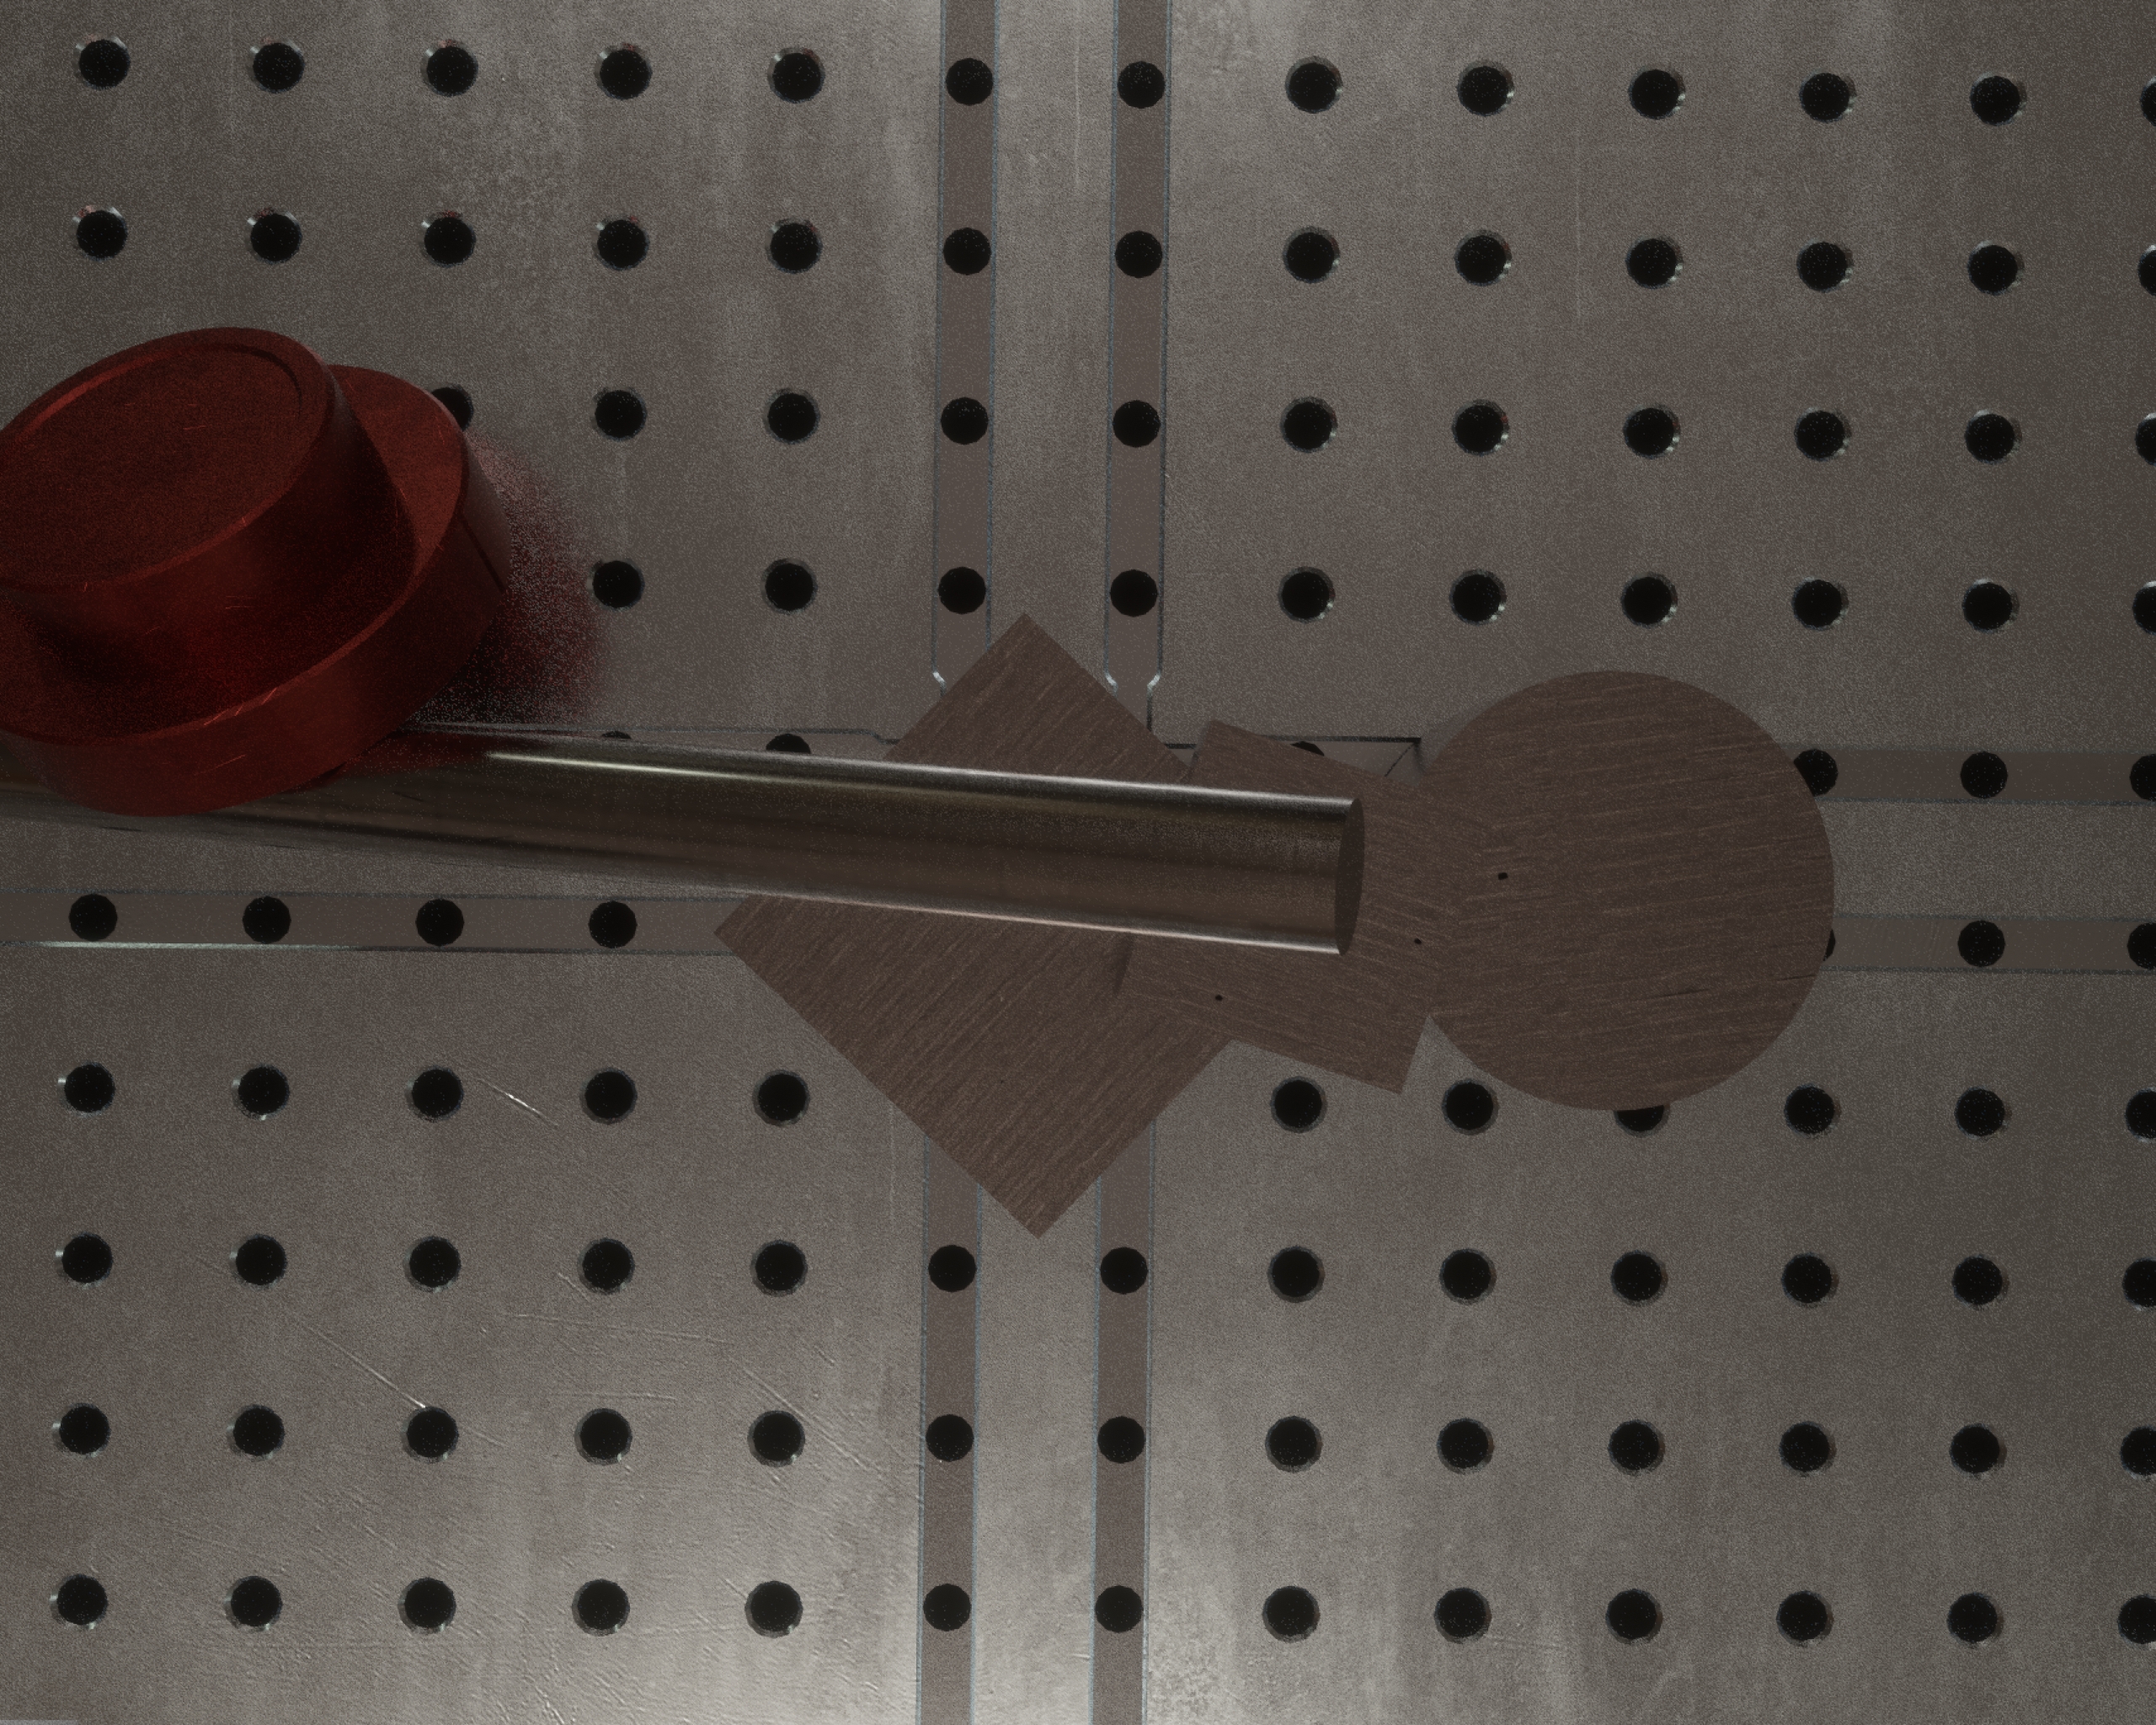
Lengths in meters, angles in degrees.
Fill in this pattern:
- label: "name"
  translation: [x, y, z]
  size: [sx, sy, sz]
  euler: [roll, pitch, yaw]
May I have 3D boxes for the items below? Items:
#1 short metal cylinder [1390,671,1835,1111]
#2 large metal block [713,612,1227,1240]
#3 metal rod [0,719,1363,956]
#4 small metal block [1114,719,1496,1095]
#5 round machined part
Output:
- label: "short metal cylinder"
  translation: [0.097, 0.005, 0.402]
  size: [0.081, 0.050, 0.079]
  euler: [0, 90, -1]
- label: "large metal block"
  translation: [-0.008, 0.011, 0.399]
  size: [0.080, 0.050, 0.080]
  euler: [44, 90, -1]
- label: "metal rod"
  translation: [-0.101, -0.011, 0.368]
  size: [0.301, 0.025, 0.025]
  euler: [5, 90, 16]
- label: "small metal block"
  translation: [0.038, 0.007, 0.362]
  size: [0.050, 0.025, 0.050]
  euler: [19, 90, -1]
- label: "round machined part"
  translation: [-0.157, -0.059, 0.376]
  size: [0.098, 0.042, 0.098]
  euler: [-6, 51, 8]
